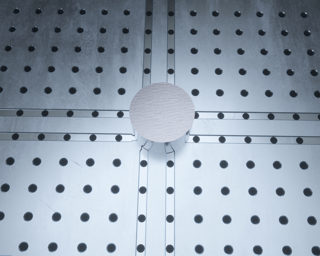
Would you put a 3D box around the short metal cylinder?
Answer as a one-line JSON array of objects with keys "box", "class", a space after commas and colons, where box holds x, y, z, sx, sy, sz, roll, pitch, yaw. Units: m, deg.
[{"box": [0.003, -0.012, 0.403, 0.080, 0.050, 0.080, 0, 70, 0], "class": "short metal cylinder"}]
